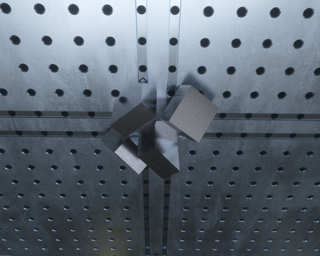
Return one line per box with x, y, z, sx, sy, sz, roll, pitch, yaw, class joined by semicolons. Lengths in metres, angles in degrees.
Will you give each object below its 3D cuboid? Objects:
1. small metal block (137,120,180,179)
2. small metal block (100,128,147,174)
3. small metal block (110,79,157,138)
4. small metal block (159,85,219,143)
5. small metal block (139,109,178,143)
-0.001;0.027;0.384;0.025;0.050;0.050;-30;125;22;small metal block
-0.046;0.030;0.416;0.025;0.050;0.050;-48;123;-10;small metal block
-0.031;-0.024;0.374;0.050;0.050;0.025;-34;123;25;small metal block
0.036;-0.018;0.379;0.050;0.025;0.050;35;82;-26;small metal block
-0.003;0.002;0.413;0.050;0.025;0.050;-1;130;-1;small metal block
